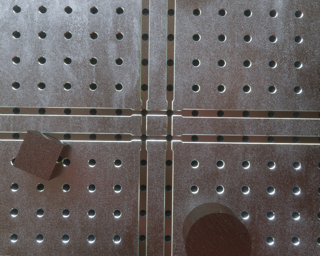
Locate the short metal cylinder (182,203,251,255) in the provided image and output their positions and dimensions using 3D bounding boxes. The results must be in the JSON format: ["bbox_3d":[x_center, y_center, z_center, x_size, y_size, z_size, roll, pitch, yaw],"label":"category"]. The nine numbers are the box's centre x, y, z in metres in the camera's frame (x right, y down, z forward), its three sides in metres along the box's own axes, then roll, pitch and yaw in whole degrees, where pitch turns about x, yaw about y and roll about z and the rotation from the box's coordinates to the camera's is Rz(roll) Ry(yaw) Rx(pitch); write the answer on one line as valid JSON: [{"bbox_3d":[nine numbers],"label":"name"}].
[{"bbox_3d":[0.071,0.143,0.401,0.081,0.050,0.079,0,90,0],"label":"short metal cylinder"}]

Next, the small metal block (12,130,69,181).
[{"bbox_3d":[-0.157,0.036,0.412,0.050,0.025,0.050,23,90,0],"label":"small metal block"}]
